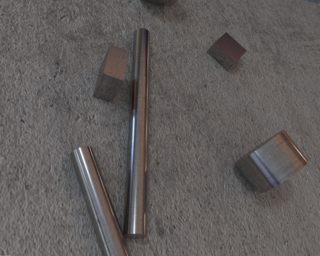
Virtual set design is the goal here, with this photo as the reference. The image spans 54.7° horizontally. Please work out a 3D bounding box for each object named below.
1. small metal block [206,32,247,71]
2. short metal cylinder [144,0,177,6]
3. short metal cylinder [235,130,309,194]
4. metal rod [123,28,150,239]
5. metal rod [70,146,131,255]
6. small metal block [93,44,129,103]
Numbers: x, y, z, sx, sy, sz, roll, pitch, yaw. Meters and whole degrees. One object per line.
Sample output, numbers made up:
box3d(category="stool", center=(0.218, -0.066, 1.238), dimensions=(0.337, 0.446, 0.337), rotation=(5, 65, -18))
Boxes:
box3d(category="small metal block", center=(0.119, -0.136, 0.551), dimensions=(0.050, 0.025, 0.050), rotation=(43, 51, 1))
box3d(category="short metal cylinder", center=(0.001, -0.253, 0.523), dimensions=(0.050, 0.080, 0.080), rotation=(4, 60, -26))
box3d(category="short metal cylinder", center=(0.150, 0.046, 0.421), dimensions=(0.081, 0.080, 0.050), rotation=(-27, 77, -37))
box3d(category="metal rod", center=(-0.027, -0.016, 0.398), dimensions=(0.025, 0.025, 0.299), rotation=(13, 56, -21))
box3d(category="metal rod", center=(-0.029, 0.155, 0.292), dimensions=(0.025, 0.025, 0.299), rotation=(-11, 67, -33))
box3d(category="small metal block", center=(-0.063, -0.069, 0.396), dimensions=(0.025, 0.050, 0.050), rotation=(18, 55, -18))
